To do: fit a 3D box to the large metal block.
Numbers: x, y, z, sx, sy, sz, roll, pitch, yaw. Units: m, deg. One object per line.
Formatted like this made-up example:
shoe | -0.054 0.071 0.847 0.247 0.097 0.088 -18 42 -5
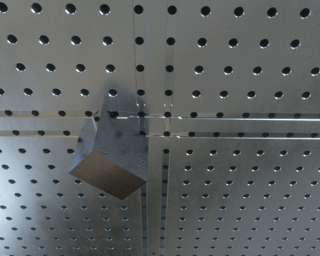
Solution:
large metal block | -0.063 0.034 0.404 0.080 0.080 0.050 34 122 -26
